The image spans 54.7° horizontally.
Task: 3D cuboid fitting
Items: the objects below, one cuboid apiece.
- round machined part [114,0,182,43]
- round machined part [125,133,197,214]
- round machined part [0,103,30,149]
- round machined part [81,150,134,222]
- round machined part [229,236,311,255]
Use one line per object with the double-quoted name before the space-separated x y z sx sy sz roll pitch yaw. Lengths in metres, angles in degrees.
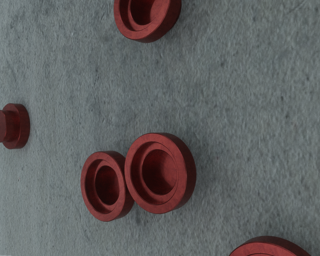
"round machined part" -0.011 -0.159 0.401 0.098 0.042 0.097 0 90 39
"round machined part" 0.005 0.054 0.388 0.098 0.042 0.097 0 90 39
"round machined part" -0.318 -0.004 0.652 0.098 0.042 0.097 0 90 39
"round machined part" -0.068 0.081 0.447 0.098 0.042 0.097 1 91 41
"round machined part" 0.114 0.154 0.299 0.098 0.042 0.097 0 90 39
